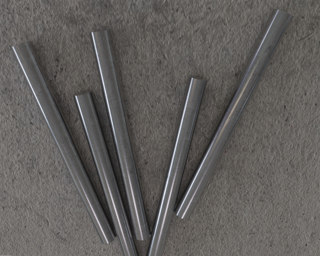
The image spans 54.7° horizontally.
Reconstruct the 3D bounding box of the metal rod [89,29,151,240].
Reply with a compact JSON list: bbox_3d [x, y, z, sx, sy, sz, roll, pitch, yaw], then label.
[{"bbox_3d":[-0.049,0.023,0.417,0.025,0.025,0.298,-8,110,3],"label":"metal rod"}]

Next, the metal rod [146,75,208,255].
[{"bbox_3d":[0.018,0.074,0.437,0.025,0.025,0.298,11,110,-4],"label":"metal rod"}]

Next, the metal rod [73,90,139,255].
[{"bbox_3d":[-0.068,0.092,0.442,0.025,0.025,0.298,-11,110,4],"label":"metal rod"}]

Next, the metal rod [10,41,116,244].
[{"bbox_3d":[-0.122,0.033,0.420,0.025,0.025,0.298,-16,110,6],"label":"metal rod"}]

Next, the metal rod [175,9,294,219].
[{"bbox_3d":[0.088,-0.004,0.408,0.025,0.025,0.298,21,109,-8],"label":"metal rod"}]
